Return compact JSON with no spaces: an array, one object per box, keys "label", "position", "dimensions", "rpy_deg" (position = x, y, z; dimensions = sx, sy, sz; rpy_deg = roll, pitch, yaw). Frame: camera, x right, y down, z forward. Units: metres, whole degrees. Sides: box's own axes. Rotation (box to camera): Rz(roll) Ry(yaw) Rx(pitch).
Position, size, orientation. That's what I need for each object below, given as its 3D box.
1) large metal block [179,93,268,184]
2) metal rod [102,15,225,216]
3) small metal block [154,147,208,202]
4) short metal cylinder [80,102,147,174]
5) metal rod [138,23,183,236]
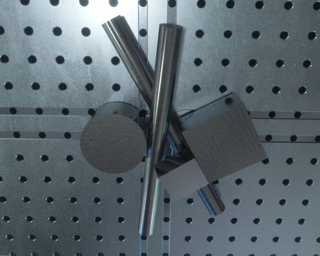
[{"label":"large metal block","position":[0.080,0.012,0.401],"dimensions":[0.080,0.050,0.080],"rpy_deg":[-26,108,9]},{"label":"metal rod","position":[0.013,-0.003,0.408],"dimensions":[0.025,0.025,0.299],"rpy_deg":[-27,109,9]},{"label":"small metal block","position":[0.028,0.060,0.398],"dimensions":[0.050,0.025,0.050],"rpy_deg":[-29,123,2]},{"label":"short metal cylinder","position":[-0.057,0.012,0.400],"dimensions":[0.081,0.050,0.079],"rpy_deg":[0,110,-1]},{"label":"metal rod","position":[-0.004,0.022,0.397],"dimensions":[0.025,0.025,0.298],"rpy_deg":[6,118,-2]}]
